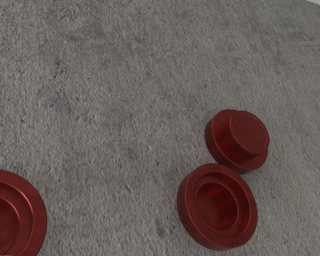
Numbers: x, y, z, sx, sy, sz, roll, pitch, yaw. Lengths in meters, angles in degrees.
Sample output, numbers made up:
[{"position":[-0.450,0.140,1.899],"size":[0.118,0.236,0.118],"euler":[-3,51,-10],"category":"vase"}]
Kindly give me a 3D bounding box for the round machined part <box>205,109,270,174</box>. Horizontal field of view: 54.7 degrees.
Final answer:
[{"position":[0.118,0.014,0.447],"size":[0.099,0.042,0.098],"euler":[14,56,-21],"category":"round machined part"}]

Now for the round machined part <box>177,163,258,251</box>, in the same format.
[{"position":[0.063,0.095,0.369],"size":[0.099,0.042,0.098],"euler":[14,56,-21],"category":"round machined part"}]

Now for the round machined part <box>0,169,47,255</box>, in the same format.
[{"position":[-0.149,0.086,0.260],"size":[0.099,0.042,0.098],"euler":[14,56,-21],"category":"round machined part"}]
